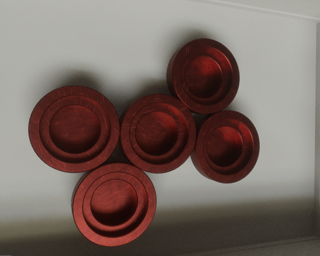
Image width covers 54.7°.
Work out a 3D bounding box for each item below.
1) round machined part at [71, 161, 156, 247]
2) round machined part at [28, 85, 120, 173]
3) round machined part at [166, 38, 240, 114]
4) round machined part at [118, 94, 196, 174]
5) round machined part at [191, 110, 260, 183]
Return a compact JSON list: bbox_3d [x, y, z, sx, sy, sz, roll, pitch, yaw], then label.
[{"bbox_3d":[-0.057,0.088,0.377,0.099,0.042,0.097,0,90,-20],"label":"round machined part"},{"bbox_3d":[-0.100,0.001,0.362,0.099,0.042,0.097,0,90,-20],"label":"round machined part"},{"bbox_3d":[0.054,-0.067,0.419,0.099,0.042,0.097,0,90,-20],"label":"round machined part"},{"bbox_3d":[-0.007,0.007,0.395,0.099,0.042,0.097,0,90,-20],"label":"round machined part"},{"bbox_3d":[0.085,0.025,0.430,0.099,0.042,0.097,0,90,-20],"label":"round machined part"}]
